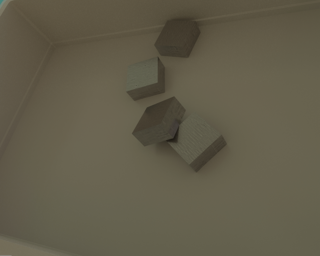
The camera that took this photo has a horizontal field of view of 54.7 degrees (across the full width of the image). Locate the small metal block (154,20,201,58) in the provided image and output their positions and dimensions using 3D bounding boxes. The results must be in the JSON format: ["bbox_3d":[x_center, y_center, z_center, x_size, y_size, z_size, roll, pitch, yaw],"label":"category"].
[{"bbox_3d":[0.027,-0.137,0.474,0.050,0.025,0.050,14,69,33],"label":"small metal block"}]

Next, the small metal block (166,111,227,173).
[{"bbox_3d":[0.043,0.016,0.373,0.050,0.025,0.050,-43,51,-2],"label":"small metal block"}]

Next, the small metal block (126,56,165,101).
[{"bbox_3d":[-0.021,-0.073,0.460,0.050,0.025,0.050,-13,56,20],"label":"small metal block"}]

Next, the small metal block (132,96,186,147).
[{"bbox_3d":[-0.001,-0.008,0.391,0.050,0.025,0.050,-18,33,41],"label":"small metal block"}]
